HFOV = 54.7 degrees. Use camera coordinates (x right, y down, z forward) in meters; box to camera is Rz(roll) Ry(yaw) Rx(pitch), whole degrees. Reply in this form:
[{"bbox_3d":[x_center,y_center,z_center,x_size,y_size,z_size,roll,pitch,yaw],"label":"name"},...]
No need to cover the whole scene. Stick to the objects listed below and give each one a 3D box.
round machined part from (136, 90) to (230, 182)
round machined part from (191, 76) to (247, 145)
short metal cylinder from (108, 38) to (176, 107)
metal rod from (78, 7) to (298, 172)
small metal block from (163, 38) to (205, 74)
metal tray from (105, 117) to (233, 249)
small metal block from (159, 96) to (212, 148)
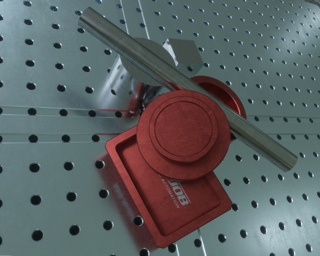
[{"bbox_3d":[0.024,0.005,0.323,0.099,0.042,0.098,-1,75,3],"label":"round machined part"},{"bbox_3d":[0.062,-0.018,0.409,0.099,0.042,0.098,14,56,-21],"label":"round machined part"},{"bbox_3d":[-0.025,-0.076,0.425,0.081,0.050,0.080,14,56,-21],"label":"short metal cylinder"},{"bbox_3d":[0.036,-0.042,0.367,0.301,0.025,0.025,35,51,-5],"label":"metal rod"},{"bbox_3d":[0.036,-0.115,0.497,0.050,0.025,0.050,-5,64,-31],"label":"small metal block"},{"bbox_3d":[0.008,0.053,0.348,0.090,0.030,0.130,-29,76,-5],"label":"metal tray"},{"bbox_3d":[0.036,-0.009,0.433,0.050,0.025,0.050,43,50,1],"label":"small metal block"}]
